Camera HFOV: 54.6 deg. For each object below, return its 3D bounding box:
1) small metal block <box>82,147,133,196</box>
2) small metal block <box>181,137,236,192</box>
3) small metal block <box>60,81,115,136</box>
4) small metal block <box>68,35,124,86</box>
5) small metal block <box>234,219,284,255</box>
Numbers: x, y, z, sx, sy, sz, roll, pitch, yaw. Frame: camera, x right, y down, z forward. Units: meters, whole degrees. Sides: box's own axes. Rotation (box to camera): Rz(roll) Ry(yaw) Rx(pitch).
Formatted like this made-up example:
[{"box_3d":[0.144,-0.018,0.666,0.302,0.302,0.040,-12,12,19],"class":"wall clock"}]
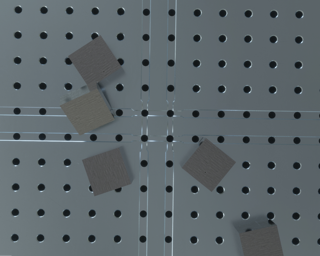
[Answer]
[{"box_3d":[-0.069,0.057,0.413,0.050,0.025,0.050,-19,90,0],"class":"small metal block"},{"box_3d":[0.063,0.048,0.414,0.050,0.025,0.050,39,90,0],"class":"small metal block"},{"box_3d":[-0.093,-0.025,0.401,0.050,0.025,0.050,-25,125,0],"class":"small metal block"},{"box_3d":[-0.084,-0.086,0.413,0.050,0.025,0.050,-33,90,0],"class":"small metal block"},{"box_3d":[0.133,0.155,0.414,0.050,0.025,0.050,-12,90,0],"class":"small metal block"}]
